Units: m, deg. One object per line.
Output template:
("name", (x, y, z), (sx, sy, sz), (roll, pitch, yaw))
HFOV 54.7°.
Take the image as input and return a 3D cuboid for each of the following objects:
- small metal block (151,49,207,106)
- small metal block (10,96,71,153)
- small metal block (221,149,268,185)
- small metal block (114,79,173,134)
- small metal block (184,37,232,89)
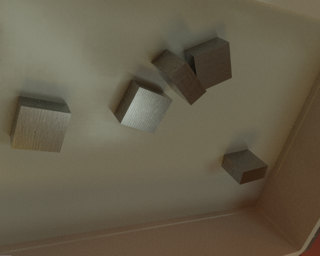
("small metal block", (0.022, -0.061, 0.369), (0.025, 0.050, 0.050), (-42, 130, 1))
("small metal block", (-0.130, -0.003, 0.336), (0.050, 0.025, 0.050), (9, 114, -33))
("small metal block", (0.139, 0.063, 0.510), (0.050, 0.050, 0.025), (-9, 123, -24))
("small metal block", (-0.021, -0.026, 0.383), (0.050, 0.025, 0.050), (18, 109, -36))
("small metal block", (0.062, -0.081, 0.394), (0.050, 0.025, 0.050), (-25, 128, -14))
